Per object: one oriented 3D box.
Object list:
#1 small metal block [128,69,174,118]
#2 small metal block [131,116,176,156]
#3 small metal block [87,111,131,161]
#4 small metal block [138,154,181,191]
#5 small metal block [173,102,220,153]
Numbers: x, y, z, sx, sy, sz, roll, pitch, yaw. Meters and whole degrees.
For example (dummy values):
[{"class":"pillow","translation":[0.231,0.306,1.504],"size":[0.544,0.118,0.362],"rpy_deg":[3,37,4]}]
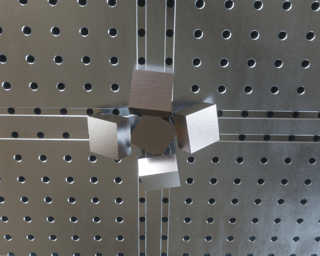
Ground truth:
[{"class":"small metal block","translation":[-0.011,-0.042,0.384],"size":[0.050,0.025,0.050],"rpy_deg":[6,74,-3]},{"class":"small metal block","translation":[-0.009,0.005,0.415],"size":[0.050,0.025,0.050],"rpy_deg":[30,107,-11]},{"class":"small metal block","translation":[-0.066,0.009,0.404],"size":[0.050,0.025,0.050],"rpy_deg":[13,114,32]},{"class":"small metal block","translation":[0.000,0.062,0.423],"size":[0.050,0.025,0.050],"rpy_deg":[-8,146,3]},{"class":"small metal block","translation":[0.048,-0.002,0.401],"size":[0.050,0.025,0.050],"rpy_deg":[-22,113,-30]}]
